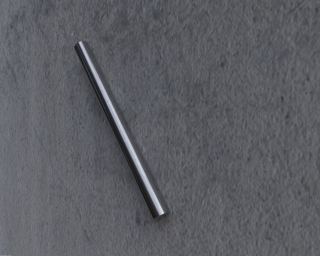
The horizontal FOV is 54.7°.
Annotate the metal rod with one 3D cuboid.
[{"bbox_3d":[-0.063,-0.010,0.454,0.025,0.025,0.299,-42,65,32],"label":"metal rod"}]
